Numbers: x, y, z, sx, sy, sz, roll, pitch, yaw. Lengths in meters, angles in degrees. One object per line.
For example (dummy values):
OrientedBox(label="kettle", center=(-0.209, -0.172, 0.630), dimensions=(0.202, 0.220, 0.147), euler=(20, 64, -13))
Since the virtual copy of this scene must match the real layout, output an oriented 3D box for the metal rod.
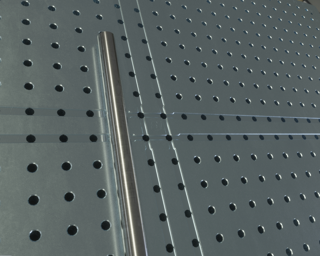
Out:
OrientedBox(label="metal rod", center=(-0.051, 0.001, 0.381), dimensions=(0.025, 0.025, 0.299), euler=(3, 60, -27))
